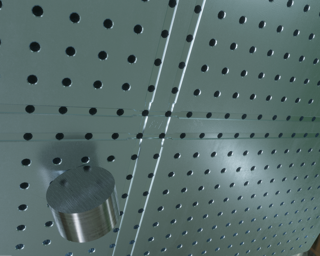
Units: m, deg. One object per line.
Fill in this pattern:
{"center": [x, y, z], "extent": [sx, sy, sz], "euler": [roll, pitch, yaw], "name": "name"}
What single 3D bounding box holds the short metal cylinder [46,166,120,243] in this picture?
{"center": [-0.093, 0.092, 0.383], "extent": [0.081, 0.080, 0.050], "euler": [-17, 125, -19], "name": "short metal cylinder"}
